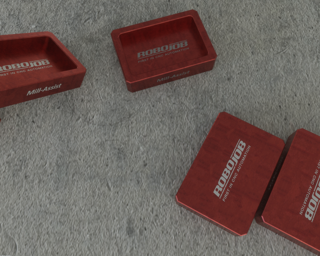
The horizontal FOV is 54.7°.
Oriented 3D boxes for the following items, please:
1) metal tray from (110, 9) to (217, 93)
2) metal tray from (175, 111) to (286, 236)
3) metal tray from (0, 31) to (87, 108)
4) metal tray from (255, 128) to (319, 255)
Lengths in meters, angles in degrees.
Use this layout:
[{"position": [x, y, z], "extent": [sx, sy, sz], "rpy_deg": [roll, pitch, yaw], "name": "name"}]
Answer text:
[{"position": [0.005, -0.112, 0.446], "extent": [0.131, 0.030, 0.090], "rpy_deg": [-17, 71, -6], "name": "metal tray"}, {"position": [0.087, 0.055, 0.386], "extent": [0.090, 0.030, 0.130], "rpy_deg": [27, 72, 9], "name": "metal tray"}, {"position": [-0.173, -0.079, 0.395], "extent": [0.090, 0.030, 0.131], "rpy_deg": [46, 40, 15], "name": "metal tray"}, {"position": [0.185, 0.076, 0.379], "extent": [0.090, 0.030, 0.130], "rpy_deg": [27, 72, 9], "name": "metal tray"}]
